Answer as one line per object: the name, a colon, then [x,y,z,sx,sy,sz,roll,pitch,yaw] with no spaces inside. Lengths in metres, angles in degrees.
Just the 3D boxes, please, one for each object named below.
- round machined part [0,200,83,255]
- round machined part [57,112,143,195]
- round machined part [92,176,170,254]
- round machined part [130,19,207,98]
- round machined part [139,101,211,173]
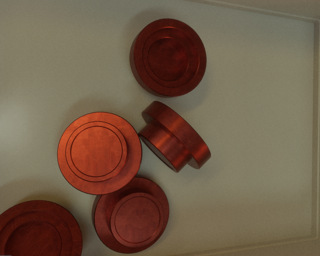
round machined part: [-0.138,0.132,0.339,0.099,0.042,0.098,9,64,-19]
round machined part: [-0.070,0.029,0.360,0.099,0.042,0.097,0,81,-2]
round machined part: [-0.033,0.110,0.390,0.099,0.042,0.097,0,90,-21]
round machined part: [0.008,-0.088,0.405,0.099,0.042,0.097,0,90,-21]
round machined part: [0.011,0.017,0.377,0.042,0.098,0.098,-45,105,-10]
